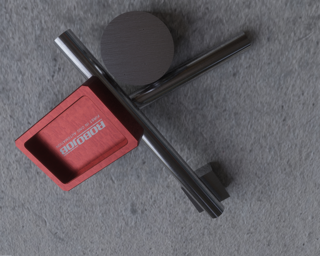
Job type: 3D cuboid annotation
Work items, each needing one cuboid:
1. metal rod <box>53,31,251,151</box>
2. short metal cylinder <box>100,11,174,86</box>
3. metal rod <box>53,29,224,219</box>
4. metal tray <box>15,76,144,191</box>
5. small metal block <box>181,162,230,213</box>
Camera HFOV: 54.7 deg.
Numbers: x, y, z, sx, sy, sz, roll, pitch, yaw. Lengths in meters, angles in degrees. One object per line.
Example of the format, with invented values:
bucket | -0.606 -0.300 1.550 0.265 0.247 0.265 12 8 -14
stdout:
metal rod | -0.027 -0.036 0.397 0.301 0.025 0.025 -28 108 9
short metal cylinder | -0.025 -0.094 0.362 0.081 0.050 0.079 0 110 -1
metal rod | -0.016 0.006 0.387 0.025 0.025 0.300 -37 106 12
metal tray | -0.096 0.011 0.370 0.130 0.030 0.090 -33 107 23
small metal block | 0.064 0.085 0.443 0.050 0.025 0.050 -32 107 10
